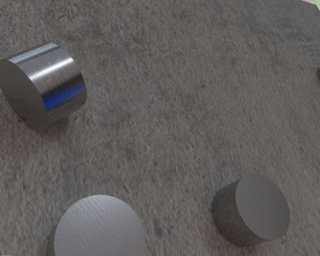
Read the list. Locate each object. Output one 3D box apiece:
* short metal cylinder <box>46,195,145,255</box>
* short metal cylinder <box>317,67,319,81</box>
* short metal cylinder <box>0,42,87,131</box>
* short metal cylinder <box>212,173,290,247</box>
[{"bbox_3d":[-0.061,0.109,0.289,0.081,0.050,0.080,14,56,-21],"label":"short metal cylinder"},{"bbox_3d":[0.394,-0.117,0.676,0.081,0.050,0.080,14,56,-21],"label":"short metal cylinder"},{"bbox_3d":[-0.125,-0.044,0.329,0.080,0.080,0.050,47,51,4],"label":"short metal cylinder"},{"bbox_3d":[0.113,0.103,0.388,0.081,0.050,0.080,14,56,-21],"label":"short metal cylinder"}]
